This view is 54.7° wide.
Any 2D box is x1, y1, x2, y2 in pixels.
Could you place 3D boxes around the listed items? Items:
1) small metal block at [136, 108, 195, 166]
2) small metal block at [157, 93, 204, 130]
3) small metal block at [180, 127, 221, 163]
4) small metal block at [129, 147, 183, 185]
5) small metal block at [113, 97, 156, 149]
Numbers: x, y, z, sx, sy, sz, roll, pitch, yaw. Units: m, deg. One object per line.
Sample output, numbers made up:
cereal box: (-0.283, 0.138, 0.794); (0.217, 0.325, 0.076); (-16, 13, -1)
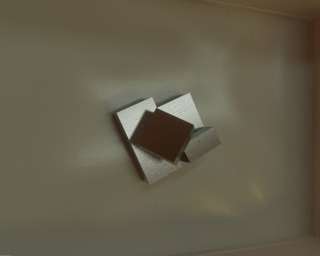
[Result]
small metal block: (0.008, 0.011, 0.373); (0.050, 0.025, 0.050); (25, 79, 16)
small metal block: (0.024, -0.014, 0.419); (0.050, 0.025, 0.050); (-26, 99, -18)
small metal block: (0.044, 0.021, 0.413); (0.050, 0.050, 0.025); (-30, 100, -19)
small metal block: (-0.006, 0.039, 0.408); (0.050, 0.025, 0.050); (-26, 99, -18)
small metal block: (-0.026, -0.006, 0.400); (0.050, 0.025, 0.050); (-26, 99, -18)
